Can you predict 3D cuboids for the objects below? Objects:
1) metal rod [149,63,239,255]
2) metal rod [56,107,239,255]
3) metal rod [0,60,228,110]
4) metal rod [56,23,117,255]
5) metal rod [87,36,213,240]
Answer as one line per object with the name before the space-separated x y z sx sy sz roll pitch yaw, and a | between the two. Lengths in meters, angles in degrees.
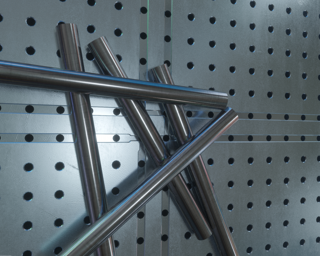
metal rod | 0.051 0.056 0.433 0.025 0.025 0.298 -24 98 -19
metal rod | -0.013 0.074 0.382 0.301 0.025 0.025 -40 103 -16
metal rod | -0.056 -0.049 0.366 0.302 0.025 0.025 5 88 -20
metal rod | -0.089 0.025 0.380 0.025 0.025 0.298 -10 94 -20
metal rod | -0.008 0.021 0.410 0.025 0.025 0.299 -32 101 -17
